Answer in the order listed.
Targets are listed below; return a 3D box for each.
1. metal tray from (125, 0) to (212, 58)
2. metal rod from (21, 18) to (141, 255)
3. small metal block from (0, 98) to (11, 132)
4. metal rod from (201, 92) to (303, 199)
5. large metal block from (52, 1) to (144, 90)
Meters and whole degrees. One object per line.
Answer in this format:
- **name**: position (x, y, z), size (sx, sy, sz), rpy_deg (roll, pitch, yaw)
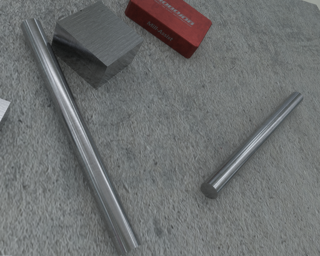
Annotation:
- **metal tray**: position (0.017, -0.186, 0.526), size (0.130, 0.030, 0.090), rpy_deg (34, 51, -6)
- **metal rod**: position (-0.098, -0.004, 0.354), size (0.025, 0.025, 0.299), rpy_deg (-16, 70, -35)
- **small metal block**: position (-0.186, -0.009, 0.310), size (0.050, 0.025, 0.050), rpy_deg (21, 54, -16)
- **metal rod**: position (0.158, 0.012, 0.484), size (0.025, 0.025, 0.302), rpy_deg (50, 51, 6)
- **large metal block**: position (-0.082, -0.111, 0.412), size (0.080, 0.050, 0.080), rpy_deg (42, 51, 0)
